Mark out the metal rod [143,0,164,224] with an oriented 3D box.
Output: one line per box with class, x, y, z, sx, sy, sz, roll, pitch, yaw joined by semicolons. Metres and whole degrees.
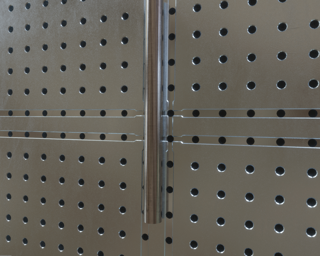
metal rod;-0.009;-0.024;0.416;0.025;0.025;0.298;1;90;20
